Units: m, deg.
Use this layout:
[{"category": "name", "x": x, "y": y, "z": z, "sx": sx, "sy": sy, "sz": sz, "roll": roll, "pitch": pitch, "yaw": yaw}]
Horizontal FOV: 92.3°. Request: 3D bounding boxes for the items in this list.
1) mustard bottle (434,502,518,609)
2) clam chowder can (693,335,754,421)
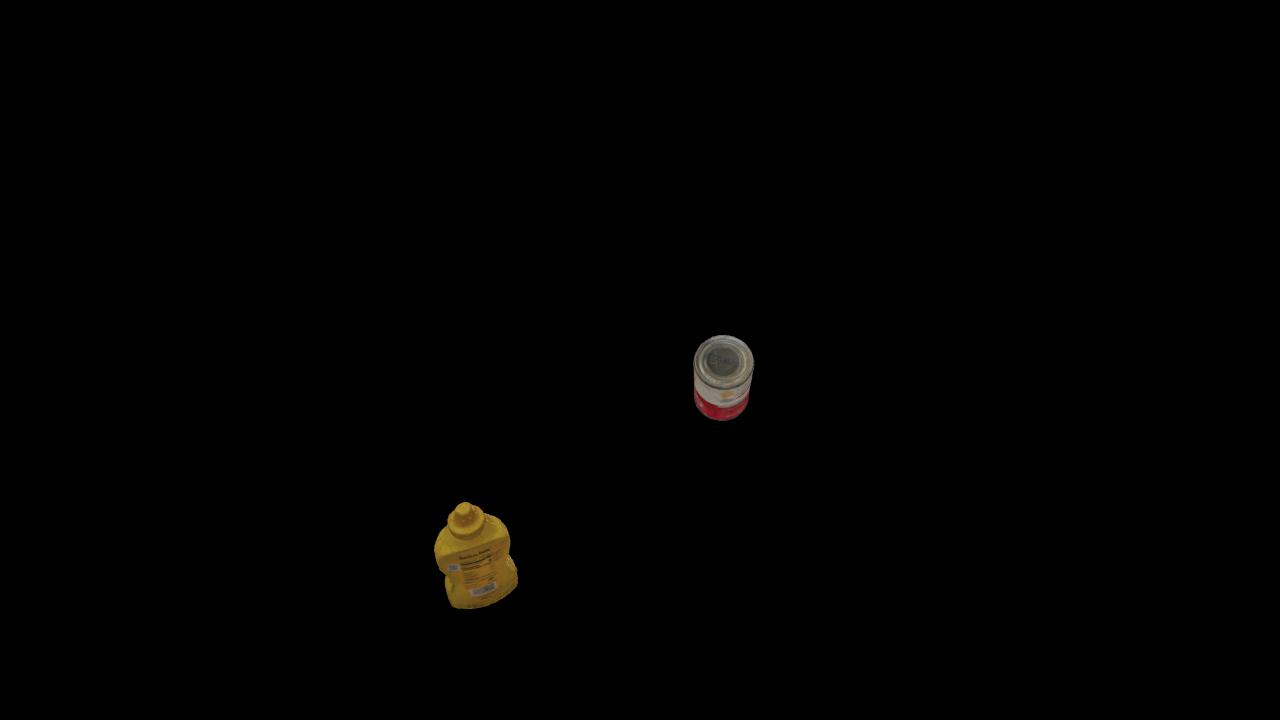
[{"category": "mustard bottle", "x": -0.203, "y": 0.235, "z": 0.755, "sx": 0.092, "sy": 0.184, "sz": 0.054, "roll": -10, "pitch": 43, "yaw": -13}, {"category": "clam chowder can", "x": 0.096, "y": 0.022, "z": 0.713, "sx": 0.068, "sy": 0.068, "sz": 0.102, "roll": 0, "pitch": -25, "yaw": 5}]
